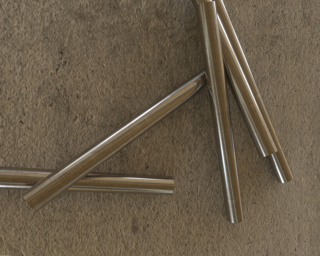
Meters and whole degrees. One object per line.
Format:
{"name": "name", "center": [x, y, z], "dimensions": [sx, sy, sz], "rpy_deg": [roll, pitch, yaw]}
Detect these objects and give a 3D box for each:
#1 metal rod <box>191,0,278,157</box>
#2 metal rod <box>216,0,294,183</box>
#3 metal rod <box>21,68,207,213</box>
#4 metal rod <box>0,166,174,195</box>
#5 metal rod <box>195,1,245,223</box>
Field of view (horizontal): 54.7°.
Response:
{"name": "metal rod", "center": [0.086, -0.103, 0.415], "dimensions": [0.025, 0.025, 0.299], "rpy_deg": [-23, 89, -19]}
{"name": "metal rod", "center": [0.132, -0.055, 0.457], "dimensions": [0.025, 0.025, 0.299], "rpy_deg": [-28, 99, -18]}
{"name": "metal rod", "center": [-0.026, -0.004, 0.383], "dimensions": [0.302, 0.025, 0.025], "rpy_deg": [-36, 102, -22]}
{"name": "metal rod", "center": [-0.127, 0.061, 0.362], "dimensions": [0.302, 0.025, 0.025], "rpy_deg": [7, 88, -20]}
{"name": "metal rod", "center": [0.083, -0.012, 0.417], "dimensions": [0.025, 0.025, 0.298], "rpy_deg": [-15, 103, -19]}
